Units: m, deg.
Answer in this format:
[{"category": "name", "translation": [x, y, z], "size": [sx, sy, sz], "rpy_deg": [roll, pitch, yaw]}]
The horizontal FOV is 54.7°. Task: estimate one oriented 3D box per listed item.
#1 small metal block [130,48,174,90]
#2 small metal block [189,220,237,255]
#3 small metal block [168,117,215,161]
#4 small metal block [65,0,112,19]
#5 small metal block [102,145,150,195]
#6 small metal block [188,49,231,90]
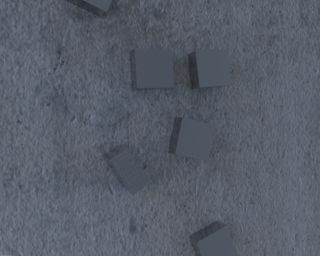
[{"category": "small metal block", "translation": [-0.011, -0.076, 0.406], "size": [0.050, 0.025, 0.050], "rpy_deg": [-4, 92, -20]}, {"category": "small metal block", "translation": [0.075, 0.168, 0.439], "size": [0.050, 0.025, 0.050], "rpy_deg": [-22, 98, -19]}, {"category": "small metal block", "translation": [0.044, 0.015, 0.426], "size": [0.050, 0.025, 0.050], "rpy_deg": [13, 86, -20]}, {"category": "small metal block", "translation": [-0.082, -0.171, 0.379], "size": [0.050, 0.025, 0.050], "rpy_deg": [22, 83, -19]}, {"category": "small metal block", "translation": [-0.043, 0.050, 0.381], "size": [0.025, 0.050, 0.050], "rpy_deg": [-35, 102, -17]}, {"category": "small metal block", "translation": [0.070, -0.082, 0.436], "size": [0.050, 0.025, 0.050], "rpy_deg": [-7, 93, -20]}]
